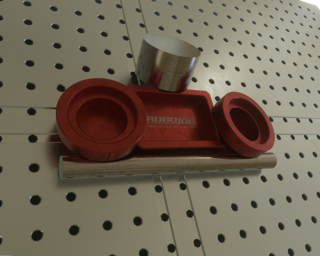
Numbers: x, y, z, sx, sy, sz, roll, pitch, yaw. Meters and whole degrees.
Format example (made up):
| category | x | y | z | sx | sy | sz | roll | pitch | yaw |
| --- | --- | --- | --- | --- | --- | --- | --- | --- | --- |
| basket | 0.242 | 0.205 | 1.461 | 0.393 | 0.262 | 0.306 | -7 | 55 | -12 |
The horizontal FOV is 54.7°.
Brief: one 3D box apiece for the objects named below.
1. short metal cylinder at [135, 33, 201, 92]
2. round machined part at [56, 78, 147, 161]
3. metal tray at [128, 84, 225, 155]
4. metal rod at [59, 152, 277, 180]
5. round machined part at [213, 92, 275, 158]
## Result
| category | x | y | z | sx | sy | sz | roll | pitch | yaw |
| --- | --- | --- | --- | --- | --- | --- | --- | --- | --- |
| short metal cylinder | 0.010 | -0.092 | 0.430 | 0.081 | 0.050 | 0.080 | 14 | 31 | -8 |
| round machined part | -0.067 | -0.006 | 0.354 | 0.099 | 0.042 | 0.098 | 9 | 57 | -14 |
| metal tray | 0.017 | -0.009 | 0.414 | 0.131 | 0.030 | 0.090 | 1 | 62 | -28 |
| metal rod | 0.031 | 0.045 | 0.392 | 0.303 | 0.025 | 0.025 | 2 | 61 | -28 |
| round machined part | 0.115 | -0.001 | 0.448 | 0.099 | 0.042 | 0.098 | 20 | 50 | -25 |
